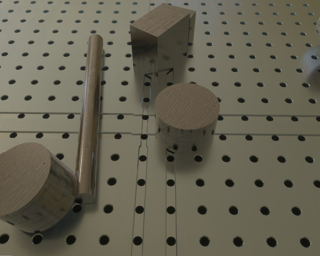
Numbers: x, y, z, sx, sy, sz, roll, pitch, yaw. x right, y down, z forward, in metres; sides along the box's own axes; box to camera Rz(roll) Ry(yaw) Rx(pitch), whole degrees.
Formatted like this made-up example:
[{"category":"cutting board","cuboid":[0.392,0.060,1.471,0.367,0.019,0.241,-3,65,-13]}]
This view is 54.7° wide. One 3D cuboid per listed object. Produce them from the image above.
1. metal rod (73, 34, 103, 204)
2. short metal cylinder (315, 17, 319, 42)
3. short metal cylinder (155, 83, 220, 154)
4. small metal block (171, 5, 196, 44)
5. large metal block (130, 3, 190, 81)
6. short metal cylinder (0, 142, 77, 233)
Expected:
[{"category":"metal rod","cuboid":[-0.097,-0.036,0.437,0.025,0.025,0.300,-4,50,-3]},{"category":"short metal cylinder","cuboid":[0.305,-0.159,0.507,0.080,0.080,0.050,2,50,2]},{"category":"short metal cylinder","cuboid":[0.034,-0.013,0.402,0.080,0.050,0.080,0,50,0]},{"category":"small metal block","cuboid":[0.033,-0.182,0.545,0.050,0.050,0.025,20,53,16]},{"category":"large metal block","cuboid":[0.001,-0.135,0.485,0.050,0.080,0.080,30,56,23]},{"category":"short metal cylinder","cuboid":[-0.136,0.062,0.324,0.080,0.050,0.080,-11,52,14]}]
